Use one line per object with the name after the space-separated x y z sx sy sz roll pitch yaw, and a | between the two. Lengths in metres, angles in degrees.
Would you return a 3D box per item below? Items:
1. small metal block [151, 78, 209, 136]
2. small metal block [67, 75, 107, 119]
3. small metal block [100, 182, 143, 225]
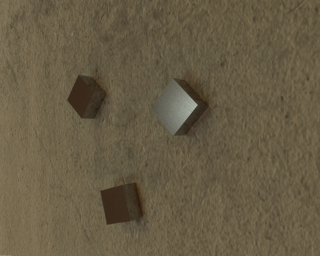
0.024 -0.026 0.384 0.050 0.025 0.050 51 120 27 | small metal block
-0.119 -0.050 0.500 0.050 0.025 0.050 46 117 30 | small metal block
-0.056 0.110 0.449 0.050 0.025 0.050 -22 77 37 | small metal block
